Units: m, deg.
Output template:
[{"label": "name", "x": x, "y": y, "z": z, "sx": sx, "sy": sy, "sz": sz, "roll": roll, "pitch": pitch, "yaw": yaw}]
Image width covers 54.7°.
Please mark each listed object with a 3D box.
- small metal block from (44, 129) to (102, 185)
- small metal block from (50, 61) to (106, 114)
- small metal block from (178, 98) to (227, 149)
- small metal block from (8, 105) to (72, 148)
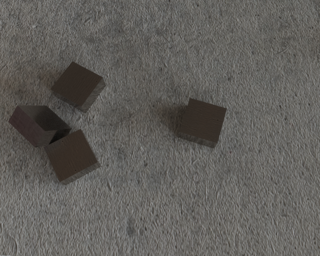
[{"label": "small metal block", "x": -0.110, "y": 0.037, "z": 0.394, "sx": 0.050, "sy": 0.025, "sz": 0.050, "roll": -28, "pitch": 73, "yaw": -10}, {"label": "small metal block", "x": -0.112, "y": -0.056, "z": 0.428, "sx": 0.050, "sy": 0.025, "sz": 0.050, "roll": 29, "pitch": 72, "yaw": 10}, {"label": "small metal block", "x": 0.056, "y": -0.006, "z": 0.411, "sx": 0.050, "sy": 0.025, "sz": 0.050, "roll": 17, "pitch": 71, "yaw": 6}, {"label": "small metal block", "x": -0.150, "y": -0.004, "z": 0.392, "sx": 0.050, "sy": 0.050, "sz": 0.025, "roll": 40, "pitch": 106, "yaw": 14}]
